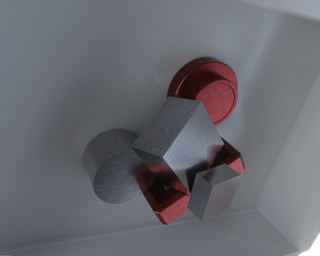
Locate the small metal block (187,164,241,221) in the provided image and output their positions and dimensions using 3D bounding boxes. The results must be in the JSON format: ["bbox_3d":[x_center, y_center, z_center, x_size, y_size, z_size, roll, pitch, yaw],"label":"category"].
[{"bbox_3d":[0.064,0.075,0.366,0.050,0.025,0.050,-11,124,-39],"label":"small metal block"}]

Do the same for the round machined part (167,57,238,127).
[{"bbox_3d":[0.062,-0.040,0.407,0.099,0.042,0.097,-14,125,-21],"label":"round machined part"}]

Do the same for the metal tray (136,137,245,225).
[{"bbox_3d":[0.036,0.058,0.421,0.131,0.090,0.030,-33,128,-7],"label":"metal tray"}]

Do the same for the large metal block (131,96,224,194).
[{"bbox_3d":[0.025,0.021,0.372,0.080,0.050,0.080,-54,133,-22],"label":"large metal block"}]

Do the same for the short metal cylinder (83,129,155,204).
[{"bbox_3d":[-0.051,0.048,0.393,0.081,0.050,0.079,-14,125,-21],"label":"short metal cylinder"}]
